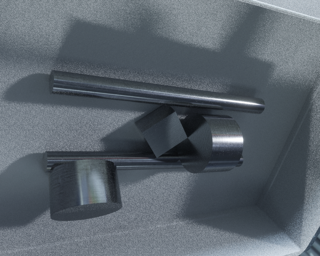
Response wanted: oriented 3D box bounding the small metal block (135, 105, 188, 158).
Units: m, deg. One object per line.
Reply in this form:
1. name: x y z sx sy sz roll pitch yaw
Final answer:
1. small metal block: 0.002 0.004 0.412 0.050 0.025 0.050 -33 129 -7

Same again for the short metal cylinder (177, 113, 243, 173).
1. short metal cylinder: 0.066 0.021 0.422 0.050 0.080 0.079 2 118 -30

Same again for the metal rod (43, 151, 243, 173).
1. metal rod: -0.002 0.045 0.435 0.303 0.025 0.025 3 117 -30

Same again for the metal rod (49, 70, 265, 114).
1. metal rod: 0.019 -0.040 0.393 0.303 0.025 0.025 3 117 -30

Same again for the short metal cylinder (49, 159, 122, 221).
1. short metal cylinder: -0.088 0.075 0.367 0.081 0.050 0.080 -10 155 -5
